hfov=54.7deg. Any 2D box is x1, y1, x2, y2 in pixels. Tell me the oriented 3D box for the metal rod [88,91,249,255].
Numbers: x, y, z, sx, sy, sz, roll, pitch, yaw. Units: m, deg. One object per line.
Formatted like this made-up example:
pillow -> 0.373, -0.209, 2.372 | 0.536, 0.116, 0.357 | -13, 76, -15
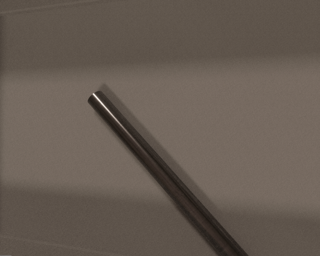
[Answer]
metal rod -> 0.006, 0.063, 0.407 | 0.025, 0.025, 0.300 | -46, 76, 14
